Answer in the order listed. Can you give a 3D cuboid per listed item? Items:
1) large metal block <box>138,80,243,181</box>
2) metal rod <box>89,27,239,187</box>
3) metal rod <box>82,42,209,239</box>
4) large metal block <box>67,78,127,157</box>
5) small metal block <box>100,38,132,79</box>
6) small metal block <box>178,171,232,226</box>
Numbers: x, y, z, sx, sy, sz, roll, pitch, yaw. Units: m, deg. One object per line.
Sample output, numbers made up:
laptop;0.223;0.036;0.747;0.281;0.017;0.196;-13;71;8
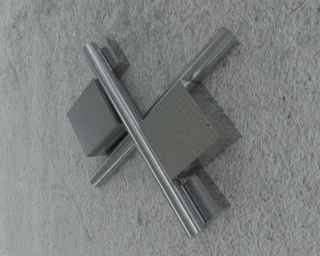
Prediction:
large metal block;0.033;0.003;0.363;0.080;0.050;0.080;-47;62;30
metal rod;-0.011;-0.010;0.417;0.299;0.025;0.025;-46;63;30
metal rod;-0.031;-0.001;0.398;0.025;0.025;0.299;-47;62;30
large metal block;-0.083;-0.014;0.457;0.080;0.050;0.080;-44;64;31
small metal block;-0.077;-0.098;0.471;0.050;0.025;0.050;-45;63;31
small metal block;0.048;0.087;0.368;0.050;0.025;0.050;-50;61;28
